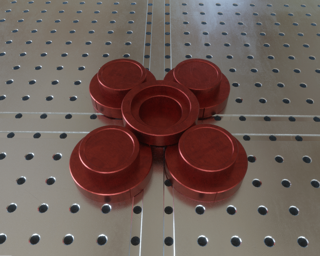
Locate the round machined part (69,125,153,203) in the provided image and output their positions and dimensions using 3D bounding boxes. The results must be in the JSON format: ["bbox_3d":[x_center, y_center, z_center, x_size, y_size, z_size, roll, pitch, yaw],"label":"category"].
[{"bbox_3d":[-0.058,0.035,0.367,0.099,0.042,0.098,0,50,0],"label":"round machined part"}]

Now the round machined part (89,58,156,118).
[{"bbox_3d":[-0.053,-0.063,0.448,0.099,0.042,0.098,0,50,0],"label":"round machined part"}]

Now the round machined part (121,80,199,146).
[{"bbox_3d":[0.001,-0.015,0.407,0.099,0.042,0.098,0,50,0],"label":"round machined part"}]

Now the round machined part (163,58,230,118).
[{"bbox_3d":[0.053,-0.064,0.450,0.099,0.042,0.098,0,50,0],"label":"round machined part"}]

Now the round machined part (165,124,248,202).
[{"bbox_3d":[0.055,0.034,0.368,0.099,0.042,0.098,0,50,0],"label":"round machined part"}]
